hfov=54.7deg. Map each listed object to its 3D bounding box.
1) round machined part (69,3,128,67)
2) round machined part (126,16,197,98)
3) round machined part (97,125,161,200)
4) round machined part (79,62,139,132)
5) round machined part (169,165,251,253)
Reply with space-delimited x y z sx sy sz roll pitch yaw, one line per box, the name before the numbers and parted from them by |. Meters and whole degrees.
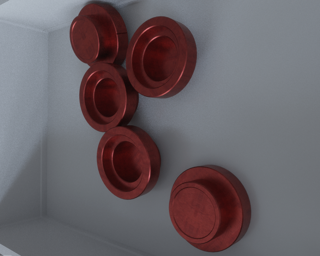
round machined part | -0.096 -0.132 0.458 0.098 0.042 0.097 18 119 37
round machined part | 0.006 -0.086 0.391 0.098 0.042 0.097 0 90 40
round machined part | -0.038 0.044 0.423 0.098 0.042 0.097 5 98 37
round machined part | -0.069 -0.044 0.449 0.098 0.042 0.097 5 99 38
round machined part | 0.049 0.093 0.355 0.098 0.042 0.097 0 90 40
